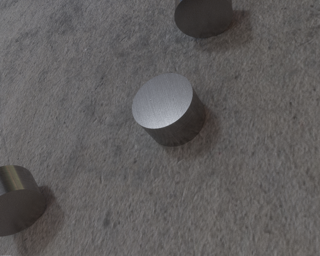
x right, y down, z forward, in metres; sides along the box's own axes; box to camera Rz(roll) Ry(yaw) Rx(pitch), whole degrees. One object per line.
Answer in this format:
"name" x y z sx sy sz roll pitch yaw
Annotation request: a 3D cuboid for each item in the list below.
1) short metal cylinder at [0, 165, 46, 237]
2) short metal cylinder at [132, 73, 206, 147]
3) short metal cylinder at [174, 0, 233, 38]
"short metal cylinder" -0.202 0.097 0.413 0.080 0.080 0.050 -45 51 -3
"short metal cylinder" 0.012 -0.023 0.394 0.080 0.050 0.080 -13 56 20
"short metal cylinder" 0.062 -0.176 0.443 0.080 0.080 0.050 -10 58 23
